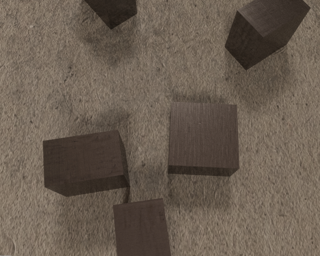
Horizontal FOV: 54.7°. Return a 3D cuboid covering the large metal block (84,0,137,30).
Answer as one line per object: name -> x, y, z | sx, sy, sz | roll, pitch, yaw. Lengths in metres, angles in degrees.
large metal block -> -0.081, -0.208, 0.454 | 0.050, 0.080, 0.080 | -37, 75, -12

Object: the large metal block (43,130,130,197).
large metal block -> -0.081, 0.044, 0.362 | 0.081, 0.080, 0.050 | -9, 71, -4

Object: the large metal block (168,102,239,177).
large metal block -> 0.052, 0.015, 0.390 | 0.081, 0.050, 0.080 | 3, 70, 0

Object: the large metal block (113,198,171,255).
large metal block -> -0.016, 0.124, 0.333 | 0.050, 0.080, 0.080 | -8, 70, -3

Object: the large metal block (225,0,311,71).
large metal block -> 0.145, -0.138, 0.431 | 0.080, 0.080, 0.050 | -33, 74, -11
